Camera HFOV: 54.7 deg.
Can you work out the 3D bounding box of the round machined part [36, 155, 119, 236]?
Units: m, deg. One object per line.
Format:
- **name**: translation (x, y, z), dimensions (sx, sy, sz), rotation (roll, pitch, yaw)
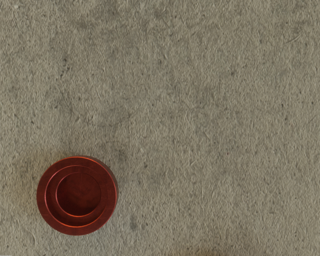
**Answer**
- **round machined part**: translation (-0.103, 0.084, 0.401), dimensions (0.099, 0.042, 0.097), rotation (0, 90, 0)
